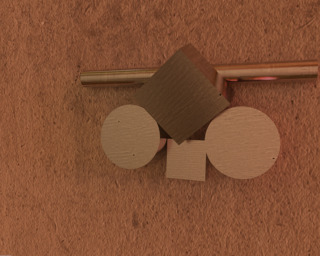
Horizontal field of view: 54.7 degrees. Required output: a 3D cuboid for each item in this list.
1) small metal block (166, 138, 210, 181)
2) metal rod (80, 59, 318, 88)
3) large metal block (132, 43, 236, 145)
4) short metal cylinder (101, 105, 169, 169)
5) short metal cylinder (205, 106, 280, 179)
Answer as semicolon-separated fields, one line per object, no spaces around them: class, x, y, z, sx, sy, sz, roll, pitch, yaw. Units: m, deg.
small metal block;0.037;0.039;0.398;0.050;0.025;0.050;2;91;20
metal rod;0.034;-0.068;0.398;0.301;0.025;0.025;1;91;19
large metal block;0.029;-0.040;0.368;0.080;0.050;0.080;47;119;-3
short metal cylinder;-0.029;0.011;0.406;0.080;0.050;0.079;0;90;20
short metal cylinder;0.097;0.016;0.362;0.080;0.050;0.079;0;90;20
